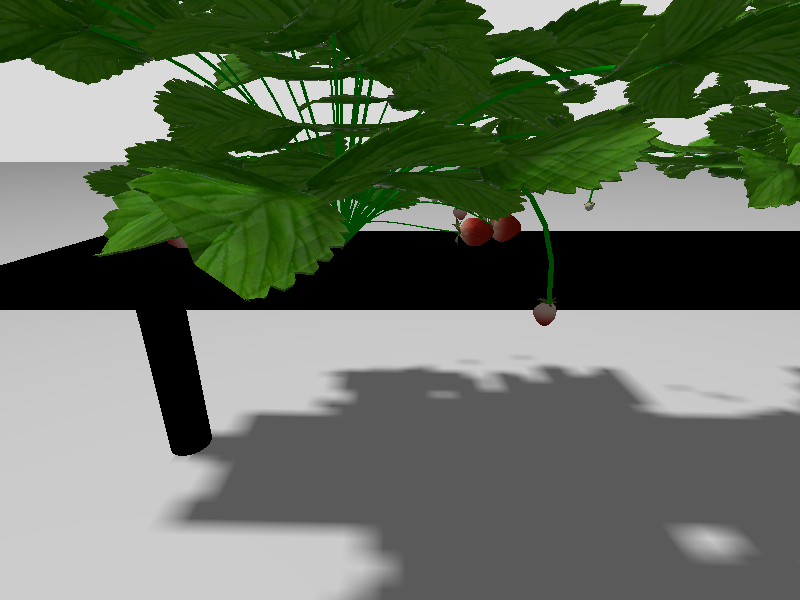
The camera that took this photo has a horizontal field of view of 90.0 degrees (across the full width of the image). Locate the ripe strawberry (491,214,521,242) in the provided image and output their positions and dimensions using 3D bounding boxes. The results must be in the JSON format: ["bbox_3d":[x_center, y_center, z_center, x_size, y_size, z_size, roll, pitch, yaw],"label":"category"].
[{"bbox_3d":[0.097,-0.067,0.367,0.029,0.028,0.026,-1,21,-7],"label":"ripe strawberry"}]

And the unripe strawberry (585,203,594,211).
[{"bbox_3d":[0.226,-0.111,0.478,0.010,0.010,0.009,16,26,35],"label":"unripe strawberry"}]

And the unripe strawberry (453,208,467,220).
[{"bbox_3d":[0.073,-0.105,0.483,0.017,0.017,0.015,17,48,38],"label":"unripe strawberry"}]

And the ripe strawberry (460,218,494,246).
[{"bbox_3d":[0.065,-0.058,0.343,0.028,0.024,0.028,2,21,4],"label":"ripe strawberry"}]

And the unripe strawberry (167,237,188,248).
[{"bbox_3d":[-0.188,-0.057,0.339,0.024,0.025,0.022,-2,21,-5],"label":"unripe strawberry"}]

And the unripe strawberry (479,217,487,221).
[{"bbox_3d":[0.084,-0.081,0.413,0.010,0.011,0.011,-10,23,-24],"label":"unripe strawberry"}]

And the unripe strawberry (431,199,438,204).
[{"bbox_3d":[0.048,-0.138,0.555,0.009,0.010,0.010,9,22,23],"label":"unripe strawberry"}]
